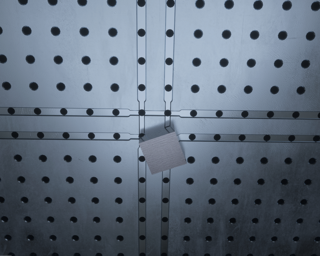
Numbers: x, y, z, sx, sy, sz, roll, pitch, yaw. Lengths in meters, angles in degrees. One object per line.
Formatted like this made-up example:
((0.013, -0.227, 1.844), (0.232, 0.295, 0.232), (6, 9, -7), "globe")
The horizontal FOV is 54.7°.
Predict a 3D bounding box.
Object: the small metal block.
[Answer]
((0.004, 0.030, 0.425), (0.050, 0.025, 0.050), (-19, 109, 6), "small metal block")
